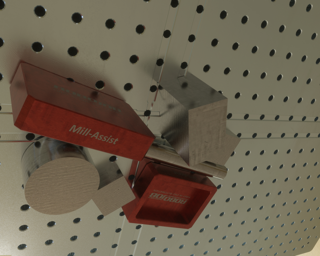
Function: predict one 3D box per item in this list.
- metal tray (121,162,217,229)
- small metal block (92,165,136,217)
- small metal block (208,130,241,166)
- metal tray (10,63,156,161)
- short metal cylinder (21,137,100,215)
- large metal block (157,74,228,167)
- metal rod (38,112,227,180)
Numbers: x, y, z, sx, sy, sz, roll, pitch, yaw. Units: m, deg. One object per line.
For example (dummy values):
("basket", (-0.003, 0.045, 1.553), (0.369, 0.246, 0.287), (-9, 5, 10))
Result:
("metal tray", (0.017, 0.110, 0.484), (0.131, 0.030, 0.090), (20, 108, -36))
("small metal block", (-0.068, 0.087, 0.429), (0.050, 0.025, 0.050), (-29, 128, -10))
("small metal block", (0.088, 0.026, 0.475), (0.050, 0.025, 0.050), (18, 109, -35))
("metal tray", (-0.078, -0.015, 0.316), (0.131, 0.090, 0.030), (20, 108, -36))
("short metal cylinder", (-0.117, 0.054, 0.363), (0.081, 0.050, 0.079), (-14, 124, -21))
("large metal block", (0.039, -0.012, 0.391), (0.050, 0.080, 0.079), (-17, 126, -19))
("metal rod", (-0.013, 0.030, 0.422), (0.302, 0.025, 0.025), (21, 107, -36))
